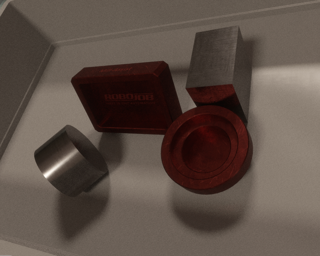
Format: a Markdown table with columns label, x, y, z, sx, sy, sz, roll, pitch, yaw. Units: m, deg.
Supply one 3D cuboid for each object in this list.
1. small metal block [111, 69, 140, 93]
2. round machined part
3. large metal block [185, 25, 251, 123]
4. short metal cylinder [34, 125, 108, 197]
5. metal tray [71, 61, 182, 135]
| label | x | y | z | sx | sy | sz | roll | pitch | yaw |
| --- | --- | --- | --- | --- | --- | --- | --- | --- | --- |
| small metal block | -0.045 | -0.058 | 0.447 | 0.050 | 0.050 | 0.025 | -12 | 57 | 21 |
| round machined part | 0.054 | 0.027 | 0.347 | 0.098 | 0.042 | 0.098 | -12 | 60 | 22 |
| large metal block | 0.074 | -0.059 | 0.367 | 0.050 | 0.080 | 0.080 | -2 | 61 | 27 |
| short metal cylinder | -0.114 | 0.042 | 0.402 | 0.050 | 0.080 | 0.080 | -40 | 51 | 1 |
| metal tray | -0.042 | -0.036 | 0.403 | 0.130 | 0.090 | 0.030 | 2 | 39 | 28 |
